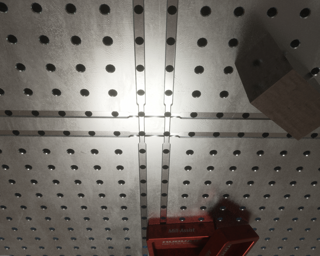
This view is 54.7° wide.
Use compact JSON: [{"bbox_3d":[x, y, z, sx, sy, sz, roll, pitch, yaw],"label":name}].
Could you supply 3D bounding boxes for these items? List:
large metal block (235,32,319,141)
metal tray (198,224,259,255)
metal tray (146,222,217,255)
[{"bbox_3d":[0.135,-0.046,0.339,0.080,0.080,0.050,32,123,-25],"label":"large metal block"},{"bbox_3d":[0.115,0.238,0.574,0.091,0.030,0.129,7,120,-35],"label":"metal tray"},{"bbox_3d":[0.043,0.222,0.598,0.131,0.030,0.089,-4,130,2],"label":"metal tray"}]
